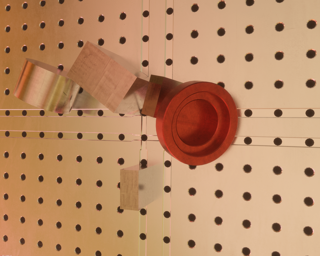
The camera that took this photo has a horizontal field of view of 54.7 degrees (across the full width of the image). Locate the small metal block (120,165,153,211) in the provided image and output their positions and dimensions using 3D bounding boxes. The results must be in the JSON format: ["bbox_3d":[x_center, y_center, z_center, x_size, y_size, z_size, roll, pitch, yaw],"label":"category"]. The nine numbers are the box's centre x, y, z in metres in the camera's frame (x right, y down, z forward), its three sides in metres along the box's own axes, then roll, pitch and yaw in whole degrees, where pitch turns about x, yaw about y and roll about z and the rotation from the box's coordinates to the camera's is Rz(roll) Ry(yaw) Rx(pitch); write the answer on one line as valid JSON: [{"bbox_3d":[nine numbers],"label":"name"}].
[{"bbox_3d":[-0.030,0.077,0.409,0.025,0.050,0.050,0,90,20],"label":"small metal block"}]

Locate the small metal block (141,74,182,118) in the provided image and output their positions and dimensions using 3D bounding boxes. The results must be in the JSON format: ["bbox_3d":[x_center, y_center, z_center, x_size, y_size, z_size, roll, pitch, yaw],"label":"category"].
[{"bbox_3d":[0.009,-0.036,0.392,0.025,0.050,0.050,20,98,48],"label":"small metal block"}]

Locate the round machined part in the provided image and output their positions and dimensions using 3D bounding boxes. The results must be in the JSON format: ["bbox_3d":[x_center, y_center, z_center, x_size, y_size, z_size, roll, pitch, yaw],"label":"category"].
[{"bbox_3d":[0.040,-0.008,0.371,0.099,0.042,0.097,-5,103,-22],"label":"round machined part"}]

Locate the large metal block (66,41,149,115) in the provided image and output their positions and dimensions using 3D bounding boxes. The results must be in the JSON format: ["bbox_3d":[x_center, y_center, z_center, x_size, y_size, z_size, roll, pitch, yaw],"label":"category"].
[{"bbox_3d":[-0.057,-0.061,0.402,0.080,0.080,0.050,38,102,15],"label":"large metal block"}]

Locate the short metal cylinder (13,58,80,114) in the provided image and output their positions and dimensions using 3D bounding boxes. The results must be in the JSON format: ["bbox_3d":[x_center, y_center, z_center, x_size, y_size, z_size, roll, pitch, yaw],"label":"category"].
[{"bbox_3d":[-0.157,-0.059,0.437,0.080,0.080,0.050,27,99,17],"label":"short metal cylinder"}]
